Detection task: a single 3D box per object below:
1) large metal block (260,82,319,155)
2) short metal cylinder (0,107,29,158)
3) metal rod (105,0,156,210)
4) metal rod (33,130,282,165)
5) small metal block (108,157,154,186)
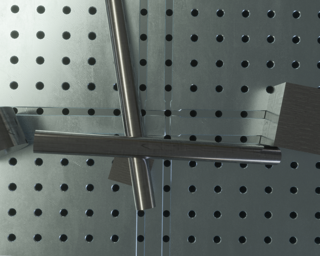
[{"bbox_3d":[0.186,-0.010,0.403,0.080,0.050,0.080,11,90,-1],"label":"large metal block"},{"bbox_3d":[-0.213,0.012,0.383,0.080,0.080,0.050,-23,90,0],"label":"short metal cylinder"},{"bbox_3d":[-0.041,-0.048,0.396,0.025,0.025,0.298,-9,84,0],"label":"metal rod"},{"bbox_3d":[0.011,0.026,0.373,0.302,0.025,0.025,5,90,-17],"label":"metal rod"},{"bbox_3d":[-0.036,0.049,0.413,0.050,0.025,0.050,17,90,-1],"label":"small metal block"}]
